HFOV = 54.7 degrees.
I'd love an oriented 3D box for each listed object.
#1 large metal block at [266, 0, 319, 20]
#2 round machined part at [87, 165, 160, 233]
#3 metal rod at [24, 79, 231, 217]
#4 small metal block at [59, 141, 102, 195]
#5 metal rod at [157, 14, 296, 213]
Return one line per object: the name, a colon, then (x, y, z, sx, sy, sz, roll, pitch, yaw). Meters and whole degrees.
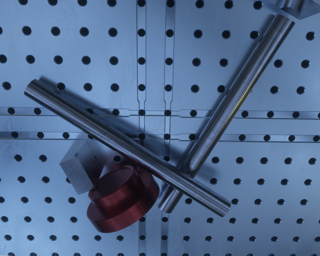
large metal block: (0.148, -0.175, 0.328, 0.080, 0.050, 0.080, 26, 93, -10)
round machined part: (-0.053, 0.085, 0.405, 0.098, 0.098, 0.042, -26, 108, 9)
metal rod: (-0.038, 0.029, 0.406, 0.301, 0.025, 0.025, 33, 107, -5)
small metal block: (-0.105, 0.053, 0.418, 0.025, 0.050, 0.050, -22, 109, 8)
metal rod: (0.078, -0.006, 0.412, 0.025, 0.025, 0.298, 27, 108, -10)
